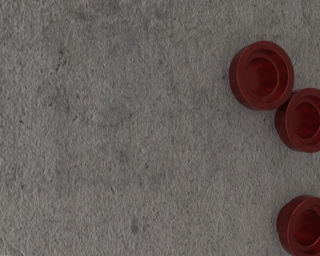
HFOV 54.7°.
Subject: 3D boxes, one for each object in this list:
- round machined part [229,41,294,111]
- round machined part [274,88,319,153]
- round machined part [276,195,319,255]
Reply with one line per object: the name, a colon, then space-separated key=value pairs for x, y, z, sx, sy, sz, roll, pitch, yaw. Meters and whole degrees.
round machined part: x=0.142 y=-0.074 z=0.452 sx=0.099 sy=0.042 sz=0.097 roll=0 pitch=90 yaw=-20
round machined part: x=0.219 y=-0.012 z=0.480 sx=0.099 sy=0.042 sz=0.097 roll=0 pitch=90 yaw=-20
round machined part: x=0.223 y=0.153 z=0.482 sx=0.099 sy=0.042 sz=0.097 roll=0 pitch=90 yaw=-20
